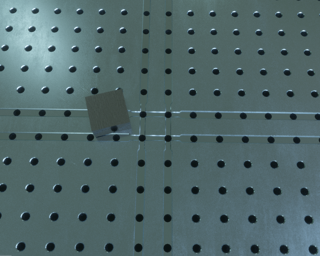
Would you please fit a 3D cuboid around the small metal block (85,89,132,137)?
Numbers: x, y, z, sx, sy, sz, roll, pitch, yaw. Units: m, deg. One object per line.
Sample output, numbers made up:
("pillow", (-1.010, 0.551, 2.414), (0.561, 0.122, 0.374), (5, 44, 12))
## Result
("small metal block", (-0.069, -0.020, 0.418), (0.050, 0.025, 0.050), (-14, 71, -5))
